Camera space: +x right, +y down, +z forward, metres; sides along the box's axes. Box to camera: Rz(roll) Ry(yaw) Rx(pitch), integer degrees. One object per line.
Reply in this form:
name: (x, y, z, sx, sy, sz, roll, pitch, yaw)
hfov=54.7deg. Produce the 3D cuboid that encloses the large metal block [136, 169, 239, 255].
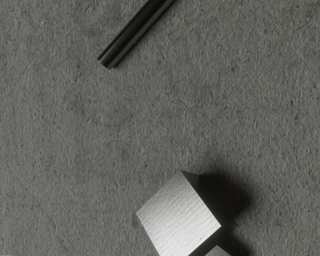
large metal block: (0.031, 0.109, 0.371, 0.080, 0.050, 0.080, -47, 55, 14)

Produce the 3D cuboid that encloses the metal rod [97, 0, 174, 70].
metal rod: (0.025, -0.192, 0.400, 0.299, 0.025, 0.025, -44, 76, 14)

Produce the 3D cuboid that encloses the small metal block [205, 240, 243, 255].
small metal block: (0.071, 0.169, 0.384, 0.050, 0.025, 0.050, 35, 101, 16)
